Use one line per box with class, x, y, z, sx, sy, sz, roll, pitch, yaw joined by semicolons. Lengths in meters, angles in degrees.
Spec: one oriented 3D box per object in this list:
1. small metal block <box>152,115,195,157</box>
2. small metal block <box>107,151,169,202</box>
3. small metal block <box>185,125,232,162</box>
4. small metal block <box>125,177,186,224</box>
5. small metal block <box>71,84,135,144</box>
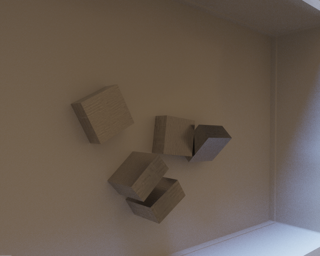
small metal block;0.019;0.011;0.421;0.050;0.025;0.050;9;84;-37
small metal block;-0.026;0.056;0.368;0.050;0.050;0.025;-50;120;-28
small metal block;0.066;0.022;0.443;0.050;0.025;0.050;2;133;-40
small metal block;-0.006;0.087;0.386;0.050;0.050;0.025;-40;115;-33
small metal block;-0.064;-0.016;0.353;0.050;0.025;0.050;-35;112;-34
